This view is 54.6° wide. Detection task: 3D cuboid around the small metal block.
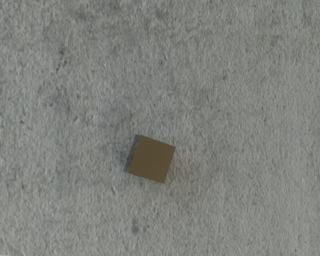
[{"bbox_3d":[-0.013,0.040,0.404,0.050,0.025,0.050,20,83,-19],"label":"small metal block"}]
